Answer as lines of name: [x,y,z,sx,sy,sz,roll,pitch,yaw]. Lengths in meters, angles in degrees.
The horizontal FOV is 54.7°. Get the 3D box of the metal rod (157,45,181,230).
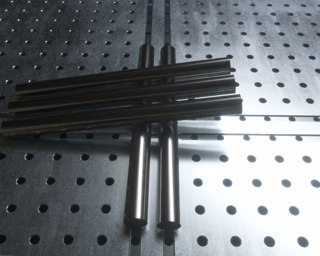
metal rod: [0.011,-0.013,0.419,0.025,0.025,0.300,1,50,0]

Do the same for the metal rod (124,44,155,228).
metal rod: [-0.023,-0.015,0.420,0.025,0.025,0.300,1,50,0]

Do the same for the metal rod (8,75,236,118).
metal rod: [-0.053,-0.041,0.415,0.302,0.025,0.025,-6,50,5]

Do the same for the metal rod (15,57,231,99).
metal rod: [-0.054,-0.069,0.438,0.302,0.025,0.025,-6,50,4]

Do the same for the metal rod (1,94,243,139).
metal rod: [-0.051,-0.014,0.391,0.302,0.025,0.025,-6,50,5]
